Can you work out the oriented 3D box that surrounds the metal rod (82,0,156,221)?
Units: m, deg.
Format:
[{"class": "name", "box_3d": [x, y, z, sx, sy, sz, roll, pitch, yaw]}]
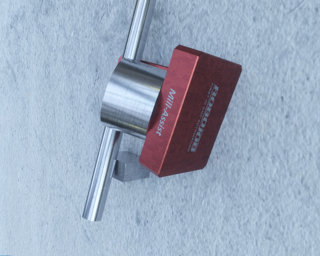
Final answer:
[{"class": "metal rod", "box_3d": [-0.051, -0.030, 0.395, 0.025, 0.025, 0.298, 14, 90, 39]}]

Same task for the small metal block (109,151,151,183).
[{"class": "small metal block", "box_3d": [-0.047, 0.052, 0.427, 0.050, 0.050, 0.025, 17, 101, 38]}]

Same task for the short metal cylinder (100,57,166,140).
[{"class": "short metal cylinder", "box_3d": [-0.025, -0.032, 0.342, 0.050, 0.080, 0.079, 19, 105, 4]}]

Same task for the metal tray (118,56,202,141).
[{"class": "metal tray", "box_3d": [-0.010, -0.039, 0.409, 0.130, 0.030, 0.089, 23, 105, 37]}]

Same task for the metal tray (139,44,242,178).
[{"class": "metal tray", "box_3d": [0.035, -0.015, 0.334, 0.030, 0.091, 0.129, 29, 108, 36]}]
